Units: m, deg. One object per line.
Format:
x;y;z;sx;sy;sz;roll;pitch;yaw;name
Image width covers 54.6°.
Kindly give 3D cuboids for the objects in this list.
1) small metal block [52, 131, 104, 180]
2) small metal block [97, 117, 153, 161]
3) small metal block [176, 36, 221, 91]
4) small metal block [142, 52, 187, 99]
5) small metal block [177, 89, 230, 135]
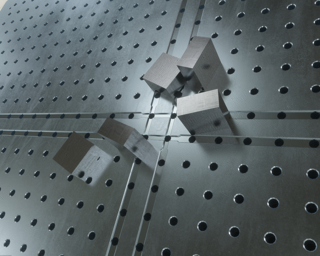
-0.118;0.039;0.448;0.050;0.025;0.050;26;76;37;small metal block
-0.046;0.015;0.408;0.050;0.050;0.025;22;74;36;small metal block
0.054;-0.087;0.418;0.025;0.050;0.050;20;72;35;small metal block
0.012;-0.077;0.450;0.050;0.025;0.050;31;79;38;small metal block
0.053;-0.018;0.376;0.050;0.050;0.025;-12;57;22;small metal block
